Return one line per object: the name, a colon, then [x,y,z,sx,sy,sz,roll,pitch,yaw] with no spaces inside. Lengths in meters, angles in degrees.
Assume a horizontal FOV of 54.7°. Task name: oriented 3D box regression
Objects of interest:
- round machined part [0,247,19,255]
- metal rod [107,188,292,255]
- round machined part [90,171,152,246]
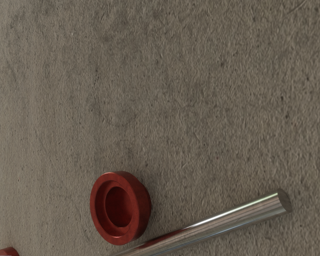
round machined part: [-0.339,0.313,0.669,0.098,0.042,0.097,0,90,39]
metal rod: [0.020,0.140,0.386,0.299,0.025,0.025,-34,69,34]
round machined part: [-0.051,0.109,0.433,0.098,0.042,0.097,0,90,39]
